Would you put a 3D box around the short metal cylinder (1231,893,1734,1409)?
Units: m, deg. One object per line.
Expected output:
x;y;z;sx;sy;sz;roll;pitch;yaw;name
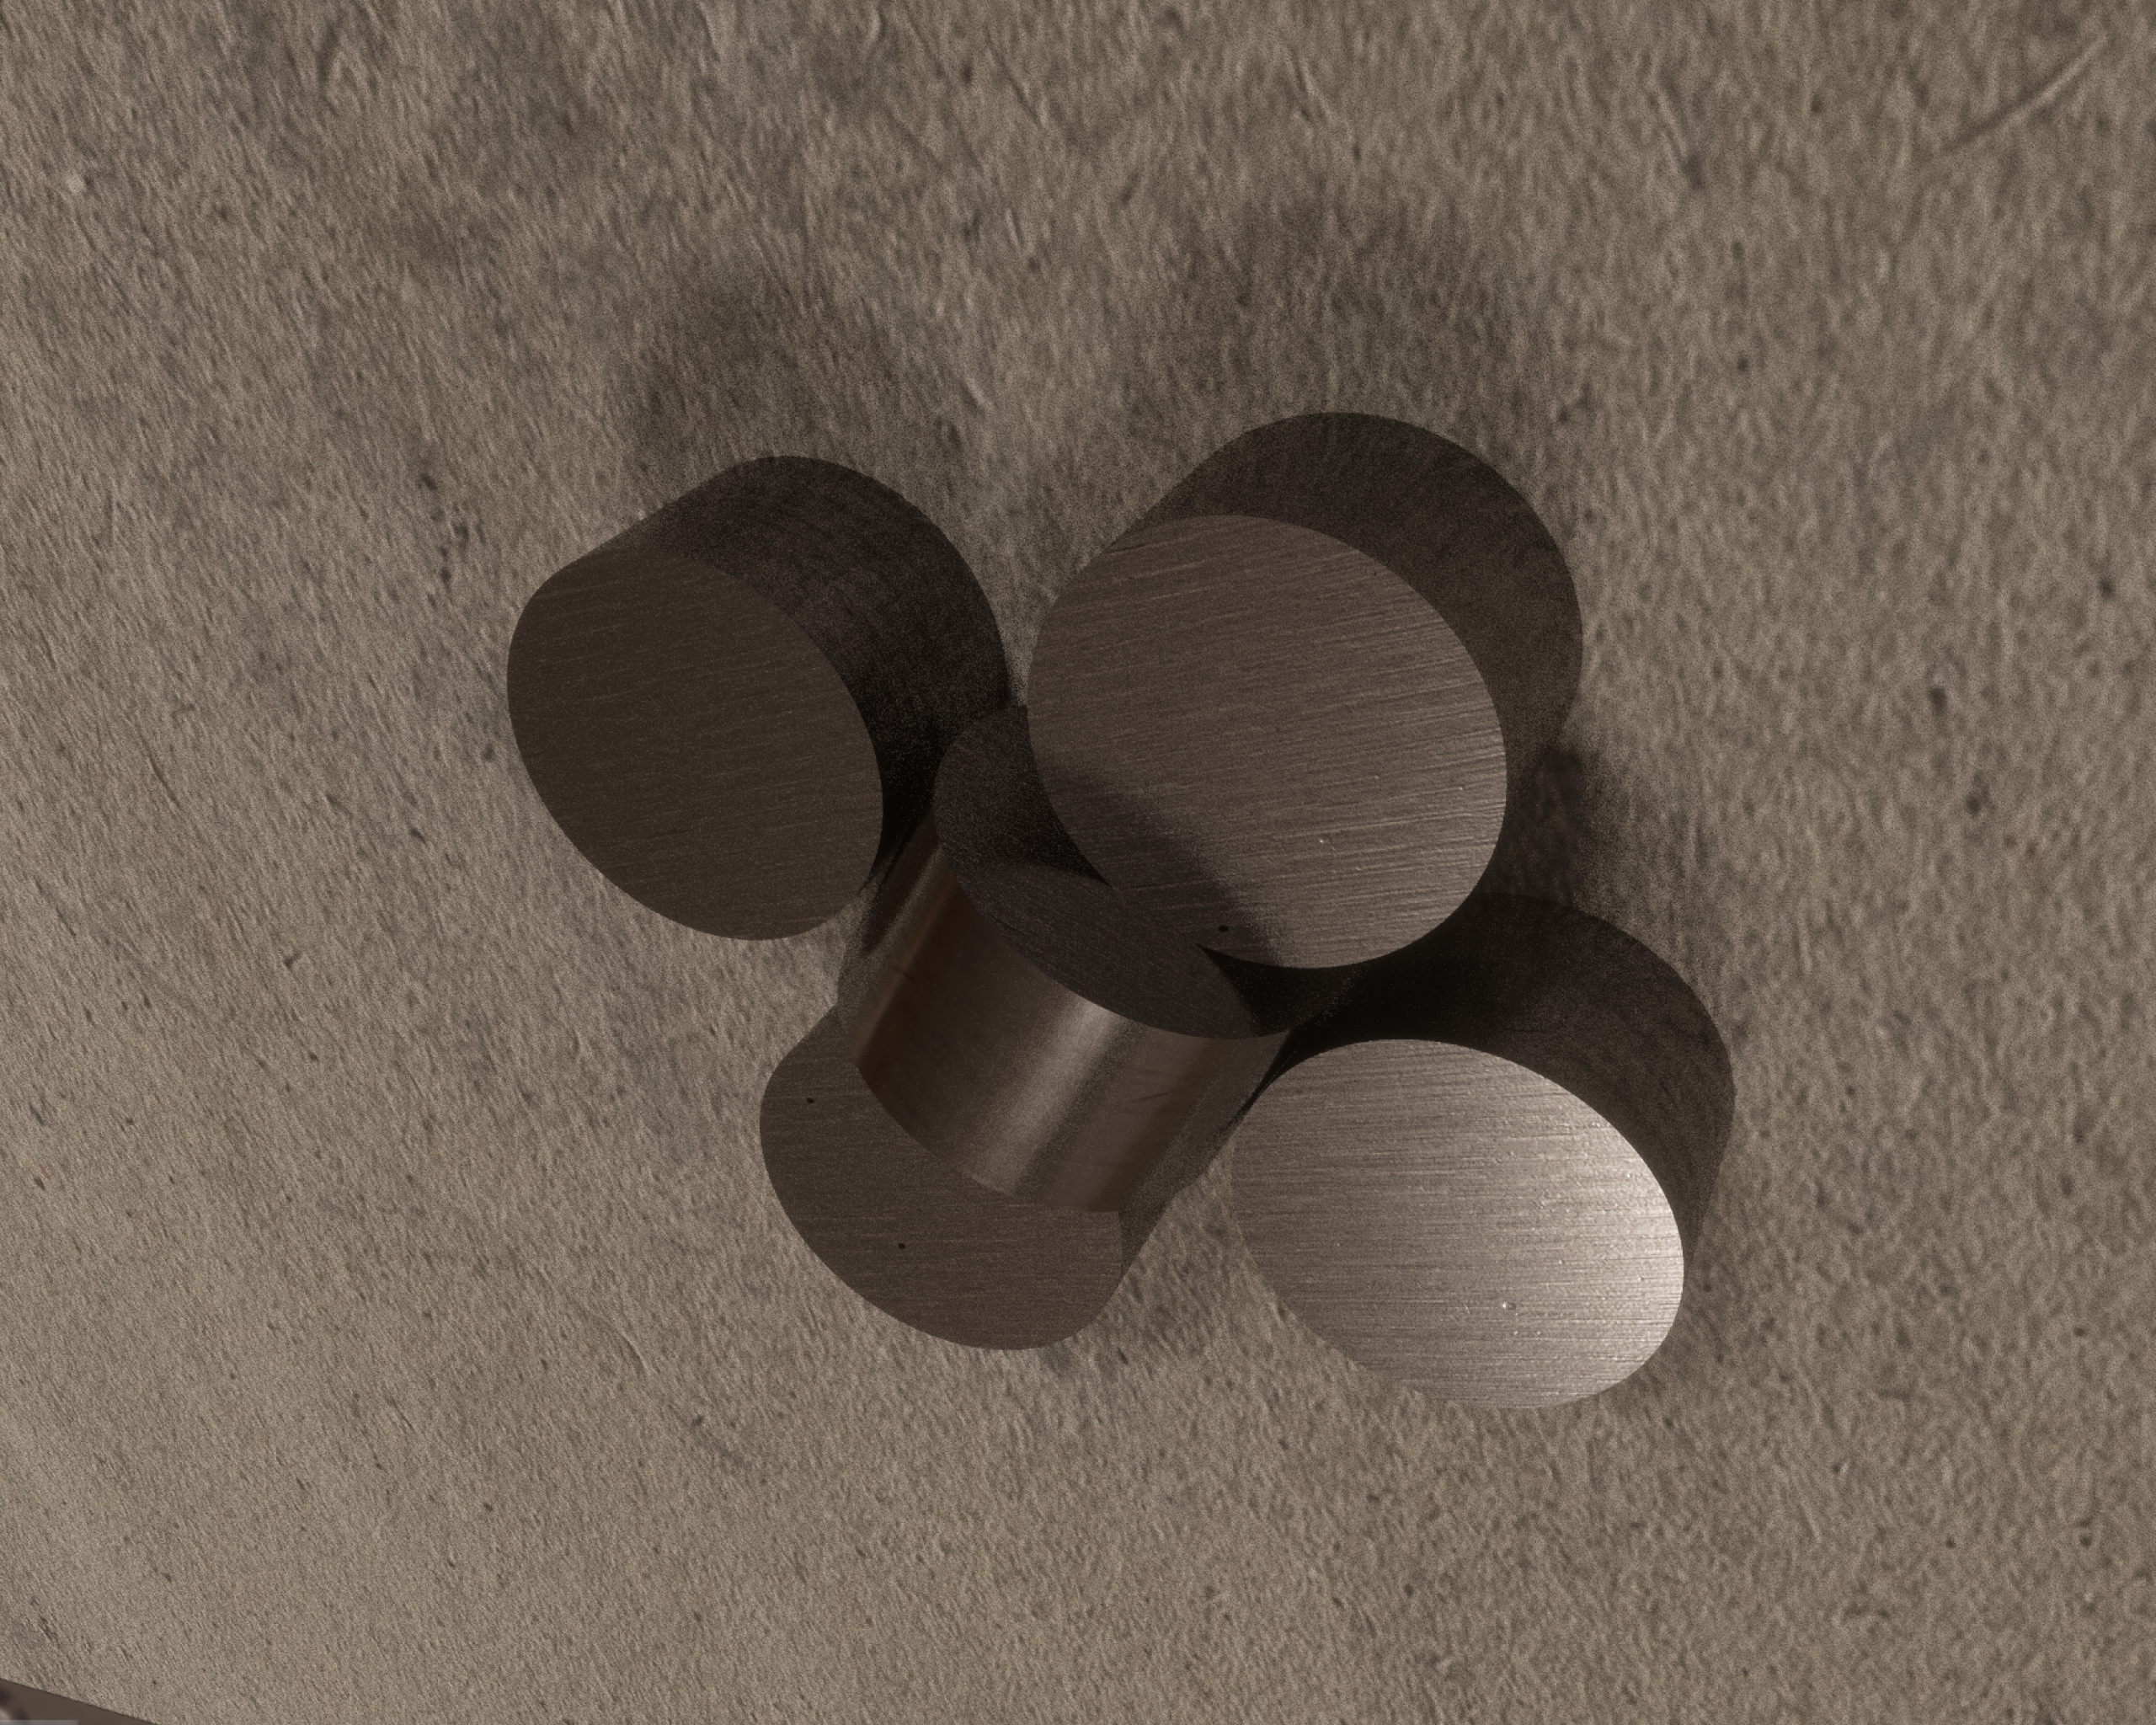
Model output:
0.075;0.052;0.383;0.080;0.050;0.079;13;124;20;short metal cylinder

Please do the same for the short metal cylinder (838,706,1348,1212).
0.003;0.016;0.380;0.080;0.080;0.050;34;129;5;short metal cylinder

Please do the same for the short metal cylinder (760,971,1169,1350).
-0.018;0.053;0.432;0.080;0.050;0.079;13;124;20;short metal cylinder

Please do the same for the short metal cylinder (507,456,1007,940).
-0.061;-0.032;0.402;0.080;0.050;0.079;13;124;20;short metal cylinder

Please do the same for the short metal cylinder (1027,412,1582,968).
0.039;-0.029;0.350;0.080;0.050;0.079;13;124;20;short metal cylinder
